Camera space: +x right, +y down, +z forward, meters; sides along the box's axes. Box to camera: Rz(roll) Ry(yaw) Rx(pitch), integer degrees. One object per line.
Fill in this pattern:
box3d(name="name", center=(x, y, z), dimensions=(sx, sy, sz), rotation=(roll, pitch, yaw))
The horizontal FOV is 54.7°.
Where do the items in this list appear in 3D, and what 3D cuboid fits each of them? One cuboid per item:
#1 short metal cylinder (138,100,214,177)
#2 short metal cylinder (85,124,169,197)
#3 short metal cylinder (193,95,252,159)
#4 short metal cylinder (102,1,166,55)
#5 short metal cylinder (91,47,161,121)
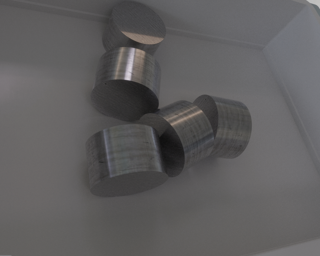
box3d(name="short metal cylinder", center=(0.017, 0.012, 0.372), dimensions=(0.050, 0.080, 0.080), rotation=(-26, 76, -37))
box3d(name="short metal cylinder", center=(-0.036, 0.037, 0.329), dimensions=(0.081, 0.080, 0.050), rotation=(1, 61, -28))
box3d(name="short metal cylinder", center=(0.075, -0.001, 0.411), dimensions=(0.050, 0.080, 0.080), rotation=(8, 58, -24))
box3d(name="short metal cylinder", center=(-0.038, -0.136, 0.452), dimensions=(0.081, 0.050, 0.080), rotation=(14, 56, -21))
box3d(name="short metal cylinder", center=(-0.040, -0.052, 0.380), dimensions=(0.081, 0.080, 0.050), rotation=(17, 55, -19))
